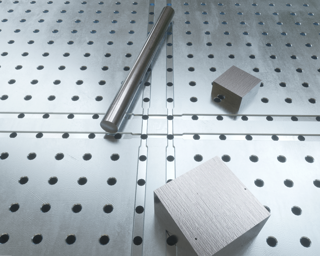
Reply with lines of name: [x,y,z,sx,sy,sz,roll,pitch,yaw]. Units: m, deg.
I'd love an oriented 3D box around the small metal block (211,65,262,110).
small metal block: [0.113,-0.061,0.460,0.050,0.025,0.050,36,59,26]

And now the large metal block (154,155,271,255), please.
large metal block: [0.049,0.088,0.318,0.081,0.050,0.080,-26,55,-20]

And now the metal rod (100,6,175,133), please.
metal rod: [-0.025,-0.112,0.500,0.025,0.025,0.300,13,51,10]
